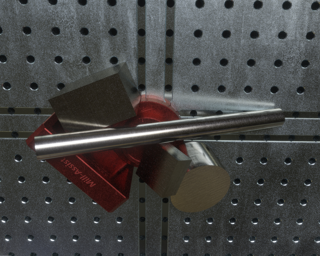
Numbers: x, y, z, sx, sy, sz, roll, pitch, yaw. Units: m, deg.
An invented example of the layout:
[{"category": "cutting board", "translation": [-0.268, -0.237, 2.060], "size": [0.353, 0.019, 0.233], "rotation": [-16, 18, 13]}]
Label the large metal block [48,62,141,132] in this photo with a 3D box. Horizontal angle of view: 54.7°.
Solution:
[{"category": "large metal block", "translation": [-0.072, -0.036, 0.368], "size": [0.080, 0.080, 0.050], "rotation": [-20, 109, 7]}]

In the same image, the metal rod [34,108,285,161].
[{"category": "metal rod", "translation": [0.016, 0.003, 0.364], "size": [0.303, 0.025, 0.025], "rotation": [-7, 111, -19]}]

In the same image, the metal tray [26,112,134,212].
[{"category": "metal tray", "translation": [-0.092, 0.035, 0.389], "size": [0.030, 0.090, 0.130], "rotation": [-42, 105, 14]}]

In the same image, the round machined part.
[{"category": "round machined part", "translation": [-0.017, 0.012, 0.411], "size": [0.099, 0.042, 0.097], "rotation": [0, 110, -1]}]

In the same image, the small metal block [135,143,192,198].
[{"category": "small metal block", "translation": [0.003, 0.047, 0.371], "size": [0.025, 0.050, 0.050], "rotation": [4, 115, -47]}]

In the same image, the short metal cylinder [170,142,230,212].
[{"category": "short metal cylinder", "translation": [0.045, 0.065, 0.412], "size": [0.081, 0.050, 0.079], "rotation": [-8, 124, -13]}]
